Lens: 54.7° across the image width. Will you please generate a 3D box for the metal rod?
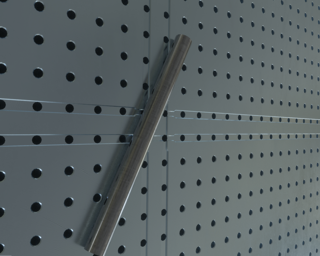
[{"bbox_3d":[-0.020,0.008,0.394,0.025,0.025,0.299,35,68,-35],"label":"metal rod"}]
